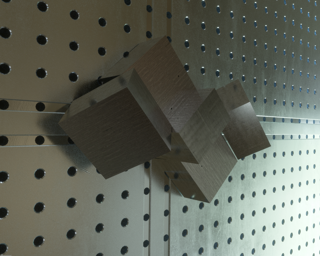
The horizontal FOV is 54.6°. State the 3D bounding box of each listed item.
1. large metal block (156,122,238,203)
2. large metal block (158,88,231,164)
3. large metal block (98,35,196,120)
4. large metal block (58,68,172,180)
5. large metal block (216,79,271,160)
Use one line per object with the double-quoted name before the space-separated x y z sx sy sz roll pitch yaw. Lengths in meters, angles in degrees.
"large metal block" 0.054 0.045 0.436 0.080 0.050 0.080 -48 117 -29
"large metal block" 0.029 -0.004 0.396 0.080 0.080 0.050 -50 121 -28
"large metal block" -0.013 -0.053 0.381 0.080 0.050 0.080 -48 119 -27
"large metal block" -0.043 -0.003 0.327 0.080 0.080 0.050 56 19 -25
"large metal block" 0.117 -0.014 0.462 0.080 0.050 0.080 56 18 -26
